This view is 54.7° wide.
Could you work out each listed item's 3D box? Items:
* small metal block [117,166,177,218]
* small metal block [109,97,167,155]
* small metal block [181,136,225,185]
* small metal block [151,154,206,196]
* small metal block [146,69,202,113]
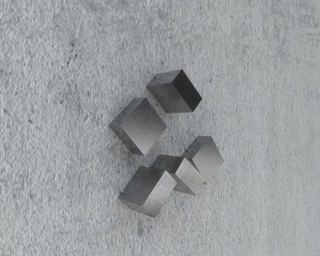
[{"bbox_3d":[-0.016,0.076,0.375,0.025,0.050,0.050,51,60,-28],"label":"small metal block"},{"bbox_3d":[-0.026,-0.002,0.383,0.050,0.025,0.050,-51,120,-28],"label":"small metal block"},{"bbox_3d":[0.063,0.047,0.457,0.050,0.025,0.050,-45,117,-30],"label":"small metal block"},{"bbox_3d":[0.023,0.061,0.407,0.050,0.050,0.025,48,62,-30],"label":"small metal block"},{"bbox_3d":[0.018,-0.046,0.403,0.050,0.050,0.025,51,60,-28],"label":"small metal block"}]
